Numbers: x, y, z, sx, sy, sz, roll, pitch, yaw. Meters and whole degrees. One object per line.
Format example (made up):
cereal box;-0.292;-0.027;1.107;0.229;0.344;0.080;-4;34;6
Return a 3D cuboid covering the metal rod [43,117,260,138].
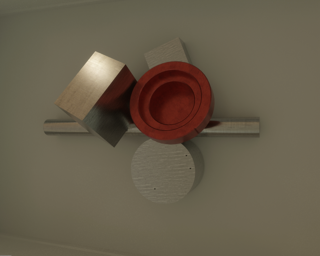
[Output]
metal rod;-0.024;-0.001;0.415;0.301;0.025;0.025;0;90;19

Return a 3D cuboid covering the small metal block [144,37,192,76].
small metal block;0.014;-0.082;0.404;0.050;0.025;0.050;-22;83;18

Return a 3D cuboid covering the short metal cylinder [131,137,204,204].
short metal cylinder;0.011;0.050;0.390;0.080;0.050;0.079;0;90;19

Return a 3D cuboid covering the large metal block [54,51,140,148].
large metal block;-0.069;-0.034;0.387;0.050;0.080;0.080;28;76;28

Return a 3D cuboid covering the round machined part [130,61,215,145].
round machined part;0.017;-0.027;0.373;0.098;0.042;0.098;-6;70;18
